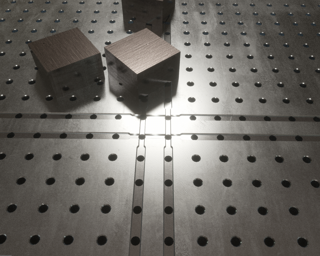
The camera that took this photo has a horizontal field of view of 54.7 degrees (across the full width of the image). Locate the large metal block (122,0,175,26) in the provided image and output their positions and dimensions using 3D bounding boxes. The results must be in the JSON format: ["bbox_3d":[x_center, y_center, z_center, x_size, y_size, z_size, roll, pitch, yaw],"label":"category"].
[{"bbox_3d":[-0.020,-0.248,0.599,0.080,0.050,0.080,15,52,12],"label":"large metal block"}]

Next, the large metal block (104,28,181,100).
[{"bbox_3d":[-0.027,-0.100,0.475,0.080,0.050,0.080,-33,58,-25],"label":"large metal block"}]

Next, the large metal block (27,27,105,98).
[{"bbox_3d":[-0.142,-0.102,0.475,0.081,0.050,0.080,-27,55,-21],"label":"large metal block"}]
